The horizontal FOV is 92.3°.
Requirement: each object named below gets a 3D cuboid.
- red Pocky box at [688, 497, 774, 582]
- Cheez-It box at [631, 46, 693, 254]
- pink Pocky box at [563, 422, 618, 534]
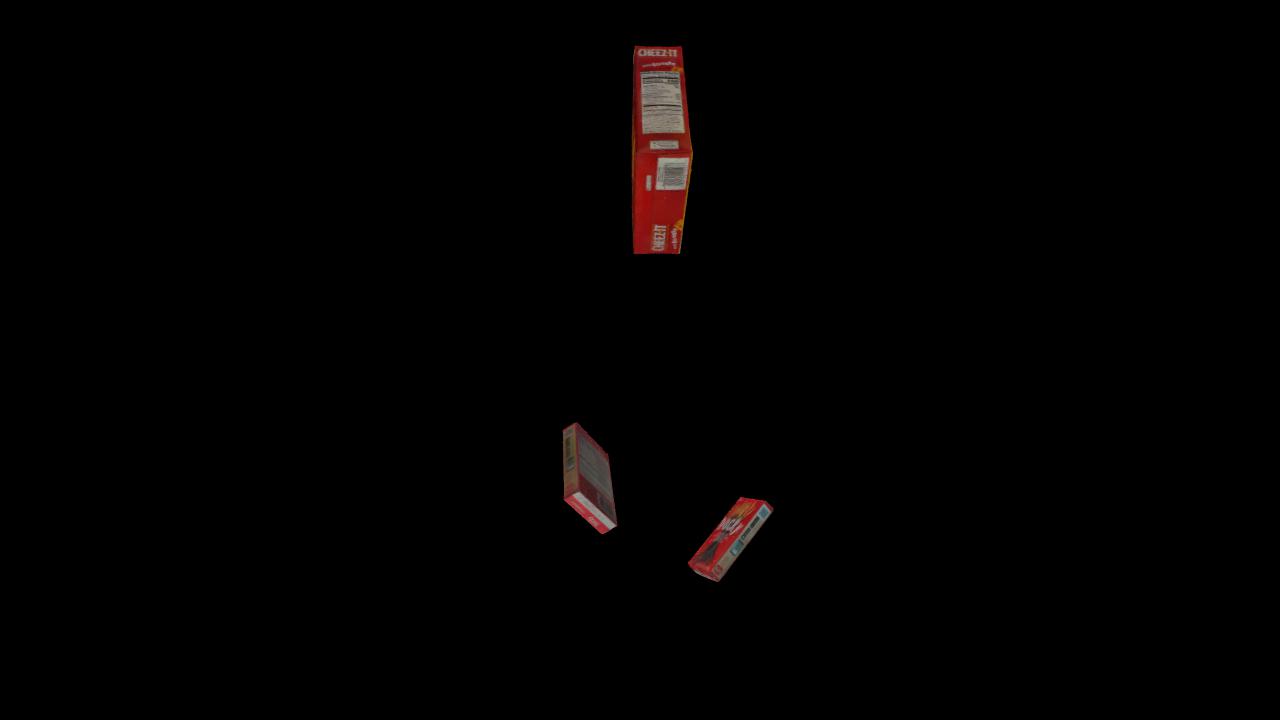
[{"bbox_3d":[0.151,0.296,1.029,0.155,0.028,0.083,-46,8,-21],"label":"red Pocky box"},{"bbox_3d":[0.024,-0.273,0.802,0.071,0.223,0.166,1,-34,-1],"label":"Cheez-It box"},{"bbox_3d":[-0.072,0.161,0.858,0.029,0.084,0.155,-34,28,11],"label":"pink Pocky box"}]
